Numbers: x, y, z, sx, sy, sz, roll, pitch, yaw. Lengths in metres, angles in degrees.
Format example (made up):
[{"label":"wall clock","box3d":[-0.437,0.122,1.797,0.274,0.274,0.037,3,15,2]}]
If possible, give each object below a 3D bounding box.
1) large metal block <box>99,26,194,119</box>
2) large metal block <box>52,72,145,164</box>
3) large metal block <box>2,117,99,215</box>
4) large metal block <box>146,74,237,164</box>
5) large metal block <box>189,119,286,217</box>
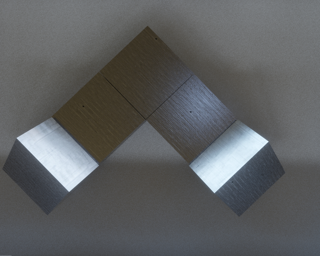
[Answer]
[{"label":"large metal block","box3d":[-0.016,-0.067,0.397,0.080,0.050,0.080,-44,90,0]},{"label":"large metal block","box3d":[-0.074,-0.011,0.396,0.080,0.050,0.080,-44,90,0]},{"label":"large metal block","box3d":[-0.134,0.048,0.374,0.080,0.050,0.080,46,133,0]},{"label":"large metal block","box3d":[0.040,-0.009,0.397,0.080,0.050,0.080,-44,90,0]},{"label":"large metal block","box3d":[0.096,0.050,0.377,0.080,0.050,0.080,-44,134,0]}]
